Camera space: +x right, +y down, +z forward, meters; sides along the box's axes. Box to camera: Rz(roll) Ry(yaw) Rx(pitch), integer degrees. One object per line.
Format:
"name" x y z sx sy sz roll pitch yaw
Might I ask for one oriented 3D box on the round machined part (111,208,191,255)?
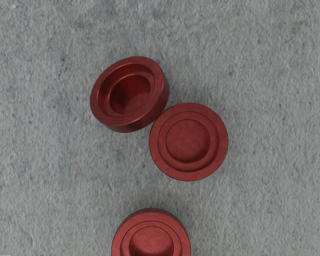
"round machined part" -0.011 0.152 0.402 0.099 0.042 0.097 0 90 -1

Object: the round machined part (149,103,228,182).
"round machined part" 0.035 0.017 0.401 0.099 0.042 0.097 0 92 -2

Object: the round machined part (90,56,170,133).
"round machined part" -0.034 -0.038 0.386 0.098 0.042 0.098 -10 61 19
